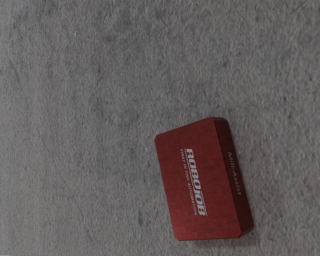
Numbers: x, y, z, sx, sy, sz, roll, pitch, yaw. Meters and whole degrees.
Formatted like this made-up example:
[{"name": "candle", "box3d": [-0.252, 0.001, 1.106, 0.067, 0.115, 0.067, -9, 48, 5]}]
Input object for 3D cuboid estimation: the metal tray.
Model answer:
[{"name": "metal tray", "box3d": [0.048, 0.061, 0.363, 0.090, 0.030, 0.129, -20, 78, 38]}]
